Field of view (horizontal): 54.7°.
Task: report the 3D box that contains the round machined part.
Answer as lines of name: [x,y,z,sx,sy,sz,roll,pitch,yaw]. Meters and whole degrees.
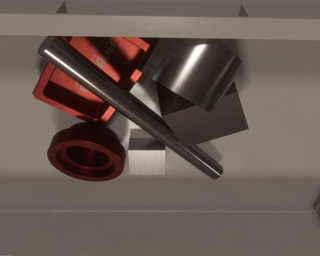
round machined part: [-0.094,0.029,0.413,0.099,0.042,0.097,4,141,3]

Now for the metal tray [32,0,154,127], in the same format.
metal tray: [-0.074,-0.067,0.346,0.090,0.030,0.129,27,125,-22]

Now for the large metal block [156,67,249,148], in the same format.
large metal block: [0.050,-0.026,0.357,0.080,0.050,0.080,-18,147,14]

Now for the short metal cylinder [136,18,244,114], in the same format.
short metal cylinder: [0.026,-0.054,0.278,0.080,0.080,0.050,27,99,-22]

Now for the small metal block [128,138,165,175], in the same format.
small metal block: [-0.018,0.041,0.444,0.050,0.025,0.050,0,130,-1]

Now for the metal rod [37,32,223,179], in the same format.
metal rod: [-0.009,-0.006,0.373,0.025,0.025,0.301,-32,133,24]
